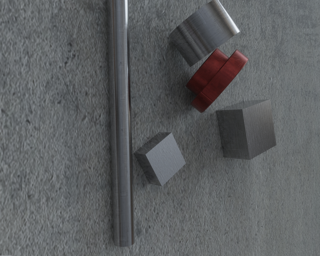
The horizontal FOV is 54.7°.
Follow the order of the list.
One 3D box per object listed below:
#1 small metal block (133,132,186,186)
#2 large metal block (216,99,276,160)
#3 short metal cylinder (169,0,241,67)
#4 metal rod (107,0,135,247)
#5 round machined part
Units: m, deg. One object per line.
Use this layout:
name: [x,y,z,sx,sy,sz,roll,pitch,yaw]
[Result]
small metal block: [0.001,0.040,0.408,0.050,0.025,0.050,-39,114,-33]
large metal block: [0.144,0.000,0.512,0.081,0.050,0.079,-19,102,-39]
short metal cylinder: [0.059,-0.125,0.413,0.080,0.080,0.050,-40,97,-33]
metal rod: [-0.046,-0.012,0.367,0.025,0.025,0.298,-3,92,-40]
round machined part: [0.073,-0.071,0.431,0.042,0.098,0.098,40,61,1]
